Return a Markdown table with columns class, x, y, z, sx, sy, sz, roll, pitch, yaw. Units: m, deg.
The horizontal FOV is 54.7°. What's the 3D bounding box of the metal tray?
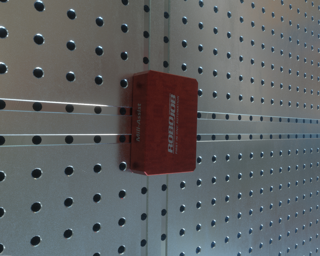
| class | x | y | z | sx | sy | sz | roll | pitch | yaw |
| --- | --- | --- | --- | --- | --- | --- | --- | --- | --- |
| metal tray | 0.008 | -0.005 | 0.414 | 0.091 | 0.030 | 0.129 | 3 | 88 | -40 |
